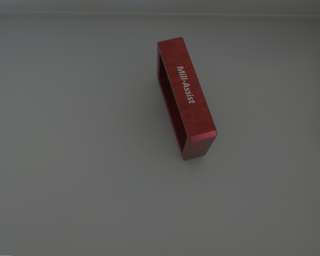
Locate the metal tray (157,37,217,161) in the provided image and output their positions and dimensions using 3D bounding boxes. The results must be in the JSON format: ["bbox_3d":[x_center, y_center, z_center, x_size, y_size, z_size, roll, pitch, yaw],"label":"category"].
[{"bbox_3d":[0.028,-0.033,0.385,0.030,0.090,0.130,-15,71,-6],"label":"metal tray"}]
